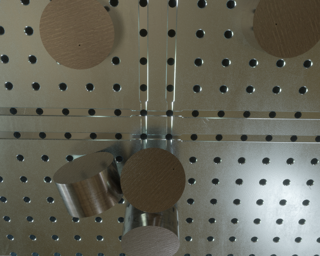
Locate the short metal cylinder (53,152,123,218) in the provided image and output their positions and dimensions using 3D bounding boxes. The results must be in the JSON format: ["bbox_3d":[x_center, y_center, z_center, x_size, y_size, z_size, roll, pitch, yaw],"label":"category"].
[{"bbox_3d":[-0.092,0.073,0.410,0.080,0.080,0.050,-14,110,5],"label":"short metal cylinder"}]

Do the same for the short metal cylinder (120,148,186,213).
[{"bbox_3d":[-0.008,0.070,0.406,0.081,0.050,0.080,0,73,0],"label":"short metal cylinder"}]

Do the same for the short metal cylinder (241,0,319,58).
[{"bbox_3d":[0.140,-0.124,0.355,0.081,0.050,0.079,0,110,0],"label":"short metal cylinder"}]

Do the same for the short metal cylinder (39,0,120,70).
[{"bbox_3d":[-0.090,-0.112,0.358,0.081,0.050,0.079,0,110,0],"label":"short metal cylinder"}]

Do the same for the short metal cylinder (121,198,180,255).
[{"bbox_3d":[-0.013,0.145,0.444,0.081,0.050,0.079,0,124,0],"label":"short metal cylinder"}]
